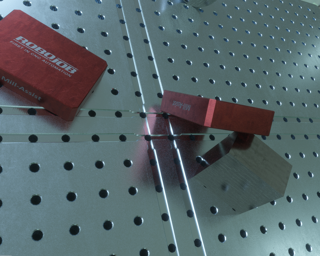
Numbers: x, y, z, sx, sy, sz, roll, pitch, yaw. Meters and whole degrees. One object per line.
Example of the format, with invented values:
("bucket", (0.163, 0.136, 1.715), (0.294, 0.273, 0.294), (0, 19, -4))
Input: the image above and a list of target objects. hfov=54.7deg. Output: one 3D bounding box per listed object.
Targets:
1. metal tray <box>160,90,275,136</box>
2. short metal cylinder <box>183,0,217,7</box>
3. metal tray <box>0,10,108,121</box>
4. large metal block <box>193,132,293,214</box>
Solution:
("metal tray", (0.067, -0.022, 0.397), (0.091, 0.130, 0.030), (8, 98, -24))
("short metal cylinder", (0.077, -0.278, 0.584), (0.081, 0.080, 0.050), (18, 55, -18))
("metal tray", (-0.142, -0.077, 0.376), (0.130, 0.030, 0.090), (30, 52, -9))
("large metal block", (0.103, 0.056, 0.395), (0.080, 0.080, 0.050), (39, 51, -2))
